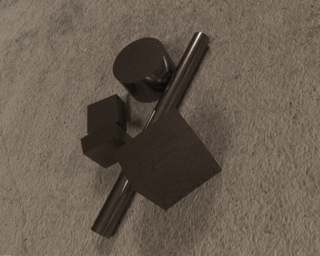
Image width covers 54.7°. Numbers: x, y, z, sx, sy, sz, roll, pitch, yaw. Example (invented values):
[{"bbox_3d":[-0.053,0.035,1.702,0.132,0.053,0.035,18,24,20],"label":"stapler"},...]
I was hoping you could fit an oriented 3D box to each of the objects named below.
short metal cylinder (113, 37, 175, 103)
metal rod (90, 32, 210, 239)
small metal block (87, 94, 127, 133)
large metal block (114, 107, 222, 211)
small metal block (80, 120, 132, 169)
[{"bbox_3d":[-0.020,-0.083,0.448,0.080,0.050,0.080,-13,56,20],"label":"short metal cylinder"},{"bbox_3d":[-0.005,-0.003,0.407,0.025,0.025,0.300,15,69,34],"label":"metal rod"},{"bbox_3d":[-0.078,-0.015,0.452,0.050,0.025,0.050,-20,54,16],"label":"small metal block"},{"bbox_3d":[0.011,0.037,0.339,0.080,0.080,0.050,-37,51,3],"label":"large metal block"},{"bbox_3d":[-0.067,0.023,0.407,0.050,0.050,0.025,-29,52,9],"label":"small metal block"}]
